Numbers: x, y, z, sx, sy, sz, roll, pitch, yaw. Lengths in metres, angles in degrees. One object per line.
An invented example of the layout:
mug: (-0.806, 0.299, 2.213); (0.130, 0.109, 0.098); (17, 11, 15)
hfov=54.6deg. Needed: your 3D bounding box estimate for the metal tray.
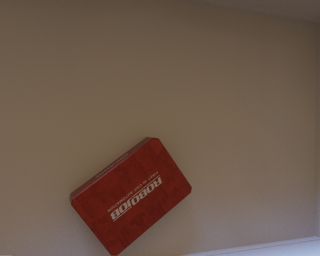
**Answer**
metal tray: (-0.035, 0.083, 0.395); (0.131, 0.030, 0.090); (-37, 102, -16)
